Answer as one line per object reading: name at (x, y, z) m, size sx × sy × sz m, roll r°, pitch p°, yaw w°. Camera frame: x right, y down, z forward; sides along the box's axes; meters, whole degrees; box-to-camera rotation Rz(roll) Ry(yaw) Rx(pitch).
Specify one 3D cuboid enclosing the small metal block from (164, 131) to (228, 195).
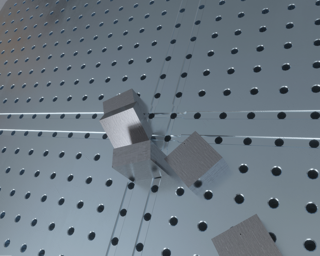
small metal block at (0.042, 0.040, 0.362) m, size 0.050 × 0.025 × 0.050 m, roll -42°, pitch 51°, yaw -1°

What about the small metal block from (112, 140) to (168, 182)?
small metal block at (-0.023, 0.042, 0.380) m, size 0.050 × 0.050 × 0.025 m, roll -14°, pitch 56°, yaw 20°

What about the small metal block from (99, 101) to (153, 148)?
small metal block at (-0.044, -0.001, 0.414) m, size 0.050 × 0.050 × 0.025 m, roll -20°, pitch 20°, yaw 17°

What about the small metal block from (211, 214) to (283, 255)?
small metal block at (0.085, 0.118, 0.292) m, size 0.050 × 0.025 × 0.050 m, roll -32°, pitch 52°, yaw 7°

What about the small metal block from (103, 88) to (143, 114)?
small metal block at (-0.053, -0.022, 0.451) m, size 0.050 × 0.025 × 0.050 m, roll -23°, pitch 53°, yaw 14°
